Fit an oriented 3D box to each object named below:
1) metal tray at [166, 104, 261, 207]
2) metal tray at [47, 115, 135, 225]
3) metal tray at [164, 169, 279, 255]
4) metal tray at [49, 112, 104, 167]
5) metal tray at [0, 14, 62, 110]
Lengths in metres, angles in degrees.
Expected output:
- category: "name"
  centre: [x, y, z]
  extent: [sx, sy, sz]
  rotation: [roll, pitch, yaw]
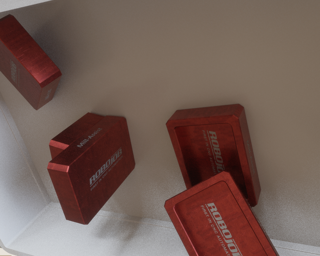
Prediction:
- category: "metal tray"
  centre: [0.069, 0.038, 0.391]
  extent: [0.090, 0.030, 0.129]
  rotation: [-4, 117, 30]
- category: "metal tray"
  centre: [-0.083, 0.051, 0.414]
  extent: [0.030, 0.131, 0.089]
  rotation: [6, 121, 25]
- category: "metal tray"
  centre: [0.075, 0.126, 0.372]
  extent: [0.090, 0.030, 0.130]
  rotation: [-30, 78, 11]
- category: "metal tray"
  centre: [-0.111, 0.054, 0.455]
  extent: [0.030, 0.090, 0.129]
  rotation: [14, 124, 20]
- category: "metal tray"
  centre: [-0.180, -0.079, 0.413]
  extent: [0.090, 0.030, 0.130]
  rotation: [50, 155, -8]
